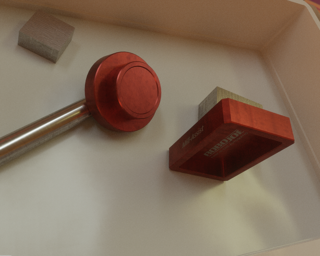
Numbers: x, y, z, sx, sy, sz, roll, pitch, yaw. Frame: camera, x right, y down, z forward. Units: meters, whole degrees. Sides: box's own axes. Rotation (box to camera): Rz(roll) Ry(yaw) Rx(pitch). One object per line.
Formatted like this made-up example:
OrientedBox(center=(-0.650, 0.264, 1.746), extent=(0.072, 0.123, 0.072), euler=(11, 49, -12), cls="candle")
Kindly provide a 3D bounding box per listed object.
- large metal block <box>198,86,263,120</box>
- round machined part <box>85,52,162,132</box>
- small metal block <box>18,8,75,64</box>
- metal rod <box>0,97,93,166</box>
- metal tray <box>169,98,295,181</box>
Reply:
OrientedBox(center=(0.103, -0.002, 0.449), extent=(0.081, 0.050, 0.080), euler=(19, 54, -18), cls="large metal block")
OrientedBox(center=(-0.037, -0.044, 0.375), extent=(0.099, 0.042, 0.097), euler=(1, 88, -43), cls="round machined part")
OrientedBox(center=(-0.146, -0.119, 0.400), extent=(0.050, 0.025, 0.050), euler=(26, 52, -12), cls="small metal block")
OrientedBox(center=(-0.114, -0.006, 0.348), extent=(0.302, 0.025, 0.025), euler=(-34, 81, -38), cls="metal rod")
OrientedBox(center=(0.078, 0.021, 0.369), extent=(0.091, 0.129, 0.030), euler=(15, 56, -21), cls="metal tray")
